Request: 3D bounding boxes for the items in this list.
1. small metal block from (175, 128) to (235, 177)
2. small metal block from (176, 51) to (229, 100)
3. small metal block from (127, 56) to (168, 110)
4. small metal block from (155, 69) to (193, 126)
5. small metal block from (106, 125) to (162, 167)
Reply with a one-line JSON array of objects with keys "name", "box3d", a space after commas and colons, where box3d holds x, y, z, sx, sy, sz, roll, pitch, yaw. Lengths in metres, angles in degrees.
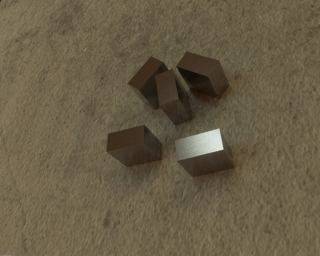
[{"name": "small metal block", "box3d": [0.050, 0.029, 0.343, 0.050, 0.050, 0.025, -16, 55, 18]}, {"name": "small metal block", "box3d": [0.056, -0.067, 0.399, 0.050, 0.050, 0.025, 27, 77, 37]}, {"name": "small metal block", "box3d": [-0.009, -0.061, 0.429, 0.025, 0.050, 0.050, 33, 80, 38]}, {"name": "small metal block", "box3d": [0.018, -0.039, 0.401, 0.025, 0.050, 0.050, -19, 54, 17]}, {"name": "small metal block", "box3d": [-0.031, 0.024, 0.388, 0.050, 0.050, 0.025, -14, 56, 20]}]
